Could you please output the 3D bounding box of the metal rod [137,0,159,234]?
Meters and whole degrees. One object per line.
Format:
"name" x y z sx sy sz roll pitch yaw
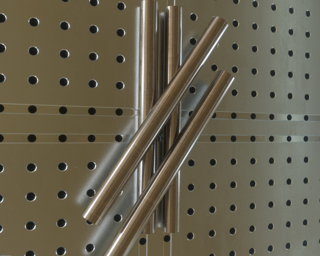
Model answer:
"metal rod" -0.016 -0.014 0.407 0.025 0.025 0.298 1 90 -20

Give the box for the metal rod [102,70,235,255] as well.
"metal rod" 0.010 0.053 0.389 0.025 0.025 0.300 36 78 -17

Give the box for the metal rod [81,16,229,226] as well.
"metal rod" 0.000 -0.017 0.387 0.025 0.025 0.300 37 78 -17

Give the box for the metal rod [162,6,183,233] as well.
"metal rod" 0.017 -0.011 0.419 0.025 0.025 0.298 1 90 -20
